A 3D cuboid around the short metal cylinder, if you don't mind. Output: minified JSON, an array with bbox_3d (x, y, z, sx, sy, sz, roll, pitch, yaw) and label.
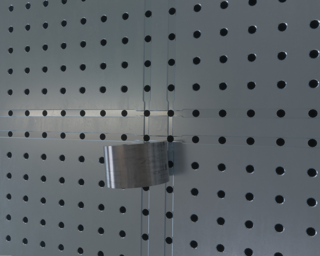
[{"bbox_3d":[-0.030,0.045,0.394,0.080,0.080,0.050,-5,88,20],"label":"short metal cylinder"}]
